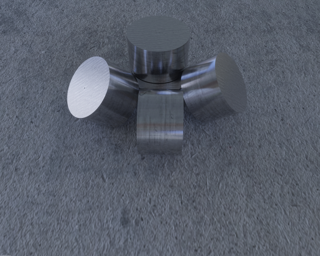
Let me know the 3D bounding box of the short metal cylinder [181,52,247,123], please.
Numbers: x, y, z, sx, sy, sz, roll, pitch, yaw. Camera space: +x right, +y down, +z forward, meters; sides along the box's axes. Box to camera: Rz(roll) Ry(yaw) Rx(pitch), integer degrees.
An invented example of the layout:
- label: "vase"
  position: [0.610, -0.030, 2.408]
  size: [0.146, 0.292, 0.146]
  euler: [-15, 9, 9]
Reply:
- label: "short metal cylinder"
  position: [0.072, -0.052, 0.406]
  size: [0.050, 0.080, 0.080]
  euler: [-18, 39, 37]

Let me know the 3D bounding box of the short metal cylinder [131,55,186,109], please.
- label: "short metal cylinder"
  position: [0.000, -0.059, 0.438]
  size: [0.081, 0.050, 0.080]
  euler: [0, 50, 0]

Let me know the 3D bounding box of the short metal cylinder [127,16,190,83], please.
- label: "short metal cylinder"
  position: [-0.002, -0.105, 0.411]
  size: [0.081, 0.050, 0.080]
  euler: [0, 50, 0]

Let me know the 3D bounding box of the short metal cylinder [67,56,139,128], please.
- label: "short metal cylinder"
  position: [-0.074, -0.045, 0.399]
  size: [0.080, 0.050, 0.080]
  euler: [-13, 68, 36]

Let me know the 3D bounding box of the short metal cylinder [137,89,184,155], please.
- label: "short metal cylinder"
  position: [0.001, -0.007, 0.374]
  size: [0.050, 0.080, 0.080]
  euler: [1, 50, 1]
